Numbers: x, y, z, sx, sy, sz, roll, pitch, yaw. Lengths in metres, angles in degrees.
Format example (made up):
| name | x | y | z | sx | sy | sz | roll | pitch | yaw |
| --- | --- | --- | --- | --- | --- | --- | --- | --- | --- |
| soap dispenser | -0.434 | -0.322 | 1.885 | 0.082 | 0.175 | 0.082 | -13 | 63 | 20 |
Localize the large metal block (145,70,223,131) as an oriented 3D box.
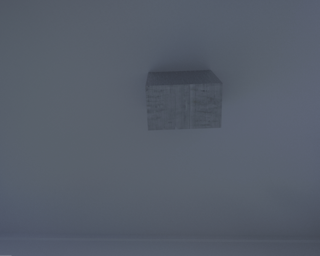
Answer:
| name | x | y | z | sx | sy | sz | roll | pitch | yaw |
| --- | --- | --- | --- | --- | --- | --- | --- | --- | --- |
| large metal block | 0.026 | -0.036 | 0.369 | 0.080 | 0.080 | 0.050 | -2 | 110 | 1 |
